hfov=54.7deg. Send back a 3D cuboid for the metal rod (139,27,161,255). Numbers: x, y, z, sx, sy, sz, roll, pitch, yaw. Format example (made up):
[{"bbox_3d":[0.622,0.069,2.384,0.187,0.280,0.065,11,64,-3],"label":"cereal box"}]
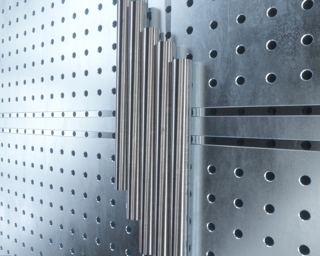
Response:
[{"bbox_3d":[-0.013,0.018,0.417,0.025,0.025,0.298,1,91,39],"label":"metal rod"}]

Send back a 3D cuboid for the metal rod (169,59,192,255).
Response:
[{"bbox_3d":[0.025,0.066,0.386,0.025,0.025,0.298,1,91,39],"label":"metal rod"}]

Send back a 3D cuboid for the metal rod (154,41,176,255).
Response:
[{"bbox_3d":[0.006,0.040,0.402,0.025,0.025,0.298,1,91,39],"label":"metal rod"}]

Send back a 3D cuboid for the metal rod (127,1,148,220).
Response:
[{"bbox_3d":[-0.032,-0.023,0.432,0.025,0.025,0.298,1,91,39],"label":"metal rod"}]

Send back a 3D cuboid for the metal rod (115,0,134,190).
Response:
[{"bbox_3d":[-0.051,-0.061,0.449,0.025,0.025,0.298,1,91,39],"label":"metal rod"}]
